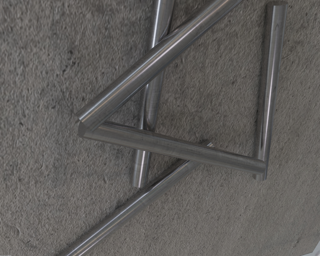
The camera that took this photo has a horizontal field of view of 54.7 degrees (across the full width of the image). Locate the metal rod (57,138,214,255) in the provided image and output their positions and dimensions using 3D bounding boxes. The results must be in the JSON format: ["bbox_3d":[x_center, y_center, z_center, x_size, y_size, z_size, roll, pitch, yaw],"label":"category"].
[{"bbox_3d":[-0.041,0.117,0.456,0.301,0.025,0.025,-38,129,-3],"label":"metal rod"}]

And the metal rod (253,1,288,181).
[{"bbox_3d":[0.164,-0.035,0.474,0.025,0.025,0.298,-19,126,-17],"label":"metal rod"}]

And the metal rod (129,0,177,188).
[{"bbox_3d":[-0.009,-0.054,0.368,0.025,0.025,0.298,-5,121,-26],"label":"metal rod"}]

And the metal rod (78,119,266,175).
[{"bbox_3d":[0.039,0.030,0.412,0.302,0.025,0.025,15,111,-34],"label":"metal rod"}]

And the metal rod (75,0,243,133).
[{"bbox_3d":[0.034,-0.105,0.332,0.301,0.025,0.025,-43,130,-10],"label":"metal rod"}]
